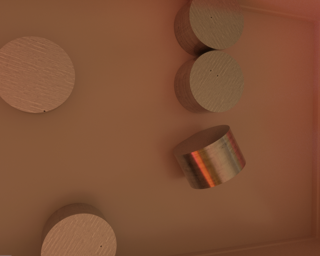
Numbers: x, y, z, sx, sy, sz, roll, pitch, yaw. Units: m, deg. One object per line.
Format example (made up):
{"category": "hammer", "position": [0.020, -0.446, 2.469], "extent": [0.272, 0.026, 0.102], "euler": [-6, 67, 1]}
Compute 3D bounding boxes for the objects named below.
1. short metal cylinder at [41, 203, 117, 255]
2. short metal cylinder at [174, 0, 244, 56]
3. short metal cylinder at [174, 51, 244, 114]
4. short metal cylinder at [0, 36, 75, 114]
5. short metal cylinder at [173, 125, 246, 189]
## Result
{"category": "short metal cylinder", "position": [-0.096, 0.134, 0.363], "extent": [0.081, 0.050, 0.079], "euler": [0, 90, -21]}
{"category": "short metal cylinder", "position": [0.066, -0.142, 0.423], "extent": [0.081, 0.050, 0.079], "euler": [0, 90, -20]}
{"category": "short metal cylinder", "position": [0.066, -0.060, 0.423], "extent": [0.081, 0.050, 0.079], "euler": [0, 90, -21]}
{"category": "short metal cylinder", "position": [-0.139, -0.056, 0.346], "extent": [0.081, 0.050, 0.079], "euler": [0, 90, -20]}
{"category": "short metal cylinder", "position": [0.064, 0.037, 0.407], "extent": [0.080, 0.080, 0.050], "euler": [-30, 100, -18]}
